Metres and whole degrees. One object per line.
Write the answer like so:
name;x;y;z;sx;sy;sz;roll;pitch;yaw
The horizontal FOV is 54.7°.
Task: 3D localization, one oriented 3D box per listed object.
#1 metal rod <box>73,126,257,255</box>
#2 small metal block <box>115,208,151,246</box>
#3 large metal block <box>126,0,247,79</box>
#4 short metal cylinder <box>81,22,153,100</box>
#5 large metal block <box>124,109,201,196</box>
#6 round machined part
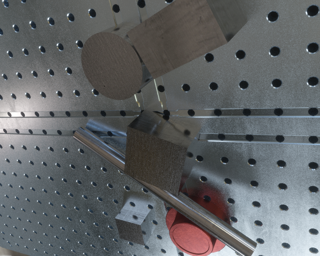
metal rod;-0.003;0.084;0.443;0.300;0.025;0.025;32;129;15
small metal block;-0.047;0.173;0.543;0.050;0.025;0.050;7;122;24
large metal block;0.029;-0.098;0.300;0.080;0.080;0.050;-20;108;36
short metal cylinder;-0.045;-0.080;0.369;0.080;0.050;0.079;13;124;21
large metal block;0.002;0.031;0.414;0.080;0.050;0.079;20;126;16
round machined part;0.053;0.154;0.468;0.098;0.042;0.097;13;124;21
